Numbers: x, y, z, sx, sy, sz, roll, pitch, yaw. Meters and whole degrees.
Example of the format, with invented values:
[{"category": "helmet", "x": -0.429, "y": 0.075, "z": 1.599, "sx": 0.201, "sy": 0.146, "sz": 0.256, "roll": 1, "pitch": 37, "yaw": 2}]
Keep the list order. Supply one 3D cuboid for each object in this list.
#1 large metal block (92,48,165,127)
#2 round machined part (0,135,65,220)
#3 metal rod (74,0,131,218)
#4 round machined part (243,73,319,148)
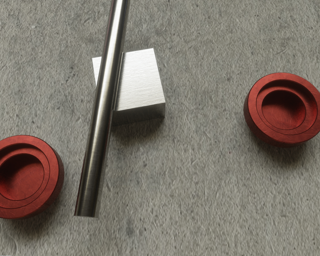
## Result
[{"category": "large metal block", "x": -0.041, "y": -0.053, "z": 0.414, "sx": 0.081, "sy": 0.050, "sz": 0.080, "roll": -11, "pitch": 70, "yaw": -4}, {"category": "round machined part", "x": -0.165, "y": 0.061, "z": 0.376, "sx": 0.099, "sy": 0.042, "sz": 0.098, "roll": 0, "pitch": 70, "yaw": 0}, {"category": "metal rod", "x": -0.064, "y": -0.048, "z": 0.372, "sx": 0.025, "sy": 0.025, "sz": 0.299, "roll": 5, "pitch": 70, "yaw": 1}, {"category": "round machined part", "x": 0.159, "y": -0.020, "z": 0.408, "sx": 0.099, "sy": 0.042, "sz": 0.098, "roll": 0, "pitch": 70, "yaw": 0}]
